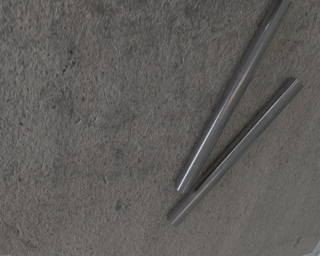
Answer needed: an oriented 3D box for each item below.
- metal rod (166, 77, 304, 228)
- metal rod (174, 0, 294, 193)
[{"bbox_3d":[0.116,0.042,0.496,0.025,0.025,0.299,35,99,-39],"label":"metal rod"},{"bbox_3d":[0.096,-0.034,0.437,0.025,0.025,0.298,14,111,-34],"label":"metal rod"}]
